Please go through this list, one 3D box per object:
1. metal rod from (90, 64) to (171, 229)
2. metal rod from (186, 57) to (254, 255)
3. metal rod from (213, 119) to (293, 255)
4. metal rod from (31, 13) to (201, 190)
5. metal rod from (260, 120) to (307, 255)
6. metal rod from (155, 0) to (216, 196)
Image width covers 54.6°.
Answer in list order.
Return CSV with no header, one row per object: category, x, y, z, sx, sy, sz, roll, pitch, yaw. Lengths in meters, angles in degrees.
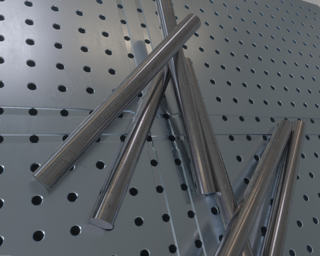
metal rod,-0.019,-0.015,0.406,0.025,0.025,0.300,28,52,-11
metal rod,0.068,0.028,0.426,0.025,0.025,0.299,1,61,-28
metal rod,0.136,0.069,0.415,0.025,0.025,0.302,44,44,2
metal rod,-0.035,-0.050,0.380,0.025,0.025,0.301,40,63,-2
metal rod,0.178,0.095,0.445,0.025,0.025,0.301,36,51,-4
metal rod,0.032,-0.057,0.434,0.025,0.025,0.299,-1,70,-29
